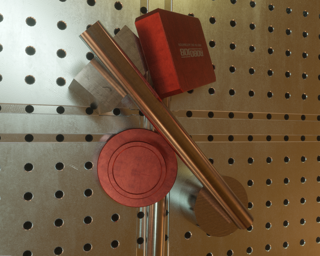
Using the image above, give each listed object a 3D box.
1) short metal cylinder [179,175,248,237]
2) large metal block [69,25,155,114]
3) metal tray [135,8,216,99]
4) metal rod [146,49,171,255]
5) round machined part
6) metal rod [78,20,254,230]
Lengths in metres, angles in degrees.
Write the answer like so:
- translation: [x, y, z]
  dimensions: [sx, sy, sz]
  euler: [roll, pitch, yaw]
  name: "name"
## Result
- translation: [0.073, 0.102, 0.428]
  dimensions: [0.081, 0.050, 0.079]
  euler: [0, 90, -21]
  name: "short metal cylinder"
- translation: [-0.058, -0.064, 0.363]
  dimensions: [0.050, 0.080, 0.080]
  euler: [43, 76, -15]
  name: "large metal block"
- translation: [0.026, -0.090, 0.378]
  dimensions: [0.131, 0.030, 0.089]
  euler: [-27, 102, -61]
  name: "metal tray"
- translation: [-0.001, 0.020, 0.413]
  dimensions: [0.025, 0.025, 0.298]
  euler: [3, 89, -20]
  name: "metal rod"
- translation: [-0.027, 0.049, 0.378]
  dimensions: [0.099, 0.042, 0.097]
  euler: [0, 90, -3]
  name: "round machined part"
- translation: [0.021, 0.013, 0.346]
  dimensions: [0.025, 0.025, 0.300]
  euler: [-45, 112, -14]
  name: "metal rod"
